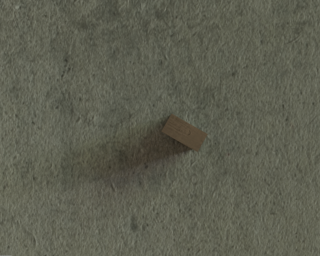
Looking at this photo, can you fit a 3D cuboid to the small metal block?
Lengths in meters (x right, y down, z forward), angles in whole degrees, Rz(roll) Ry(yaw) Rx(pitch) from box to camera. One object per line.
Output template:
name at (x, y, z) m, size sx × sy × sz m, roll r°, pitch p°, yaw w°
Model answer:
small metal block at (0.030, 0.006, 0.398) m, size 0.050 × 0.050 × 0.025 m, roll 30°, pitch 90°, yaw 0°
